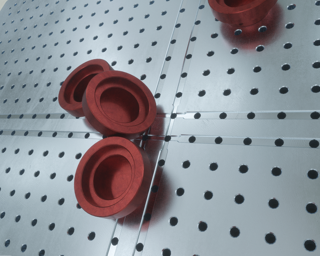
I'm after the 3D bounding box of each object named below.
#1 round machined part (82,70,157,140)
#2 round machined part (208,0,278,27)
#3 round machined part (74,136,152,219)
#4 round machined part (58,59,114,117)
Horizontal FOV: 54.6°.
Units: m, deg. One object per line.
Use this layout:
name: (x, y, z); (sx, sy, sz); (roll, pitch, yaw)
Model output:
round machined part: (-0.057, -0.027, 0.422); (0.042, 0.099, 0.098); (-45, 37, 50)
round machined part: (0.122, -0.186, 0.448); (0.098, 0.042, 0.098); (-13, 56, 21)
round machined part: (-0.054, 0.063, 0.384); (0.098, 0.042, 0.098); (-11, 64, 23)
round machined part: (-0.107, -0.058, 0.488); (0.098, 0.042, 0.098); (-16, 52, 22)
